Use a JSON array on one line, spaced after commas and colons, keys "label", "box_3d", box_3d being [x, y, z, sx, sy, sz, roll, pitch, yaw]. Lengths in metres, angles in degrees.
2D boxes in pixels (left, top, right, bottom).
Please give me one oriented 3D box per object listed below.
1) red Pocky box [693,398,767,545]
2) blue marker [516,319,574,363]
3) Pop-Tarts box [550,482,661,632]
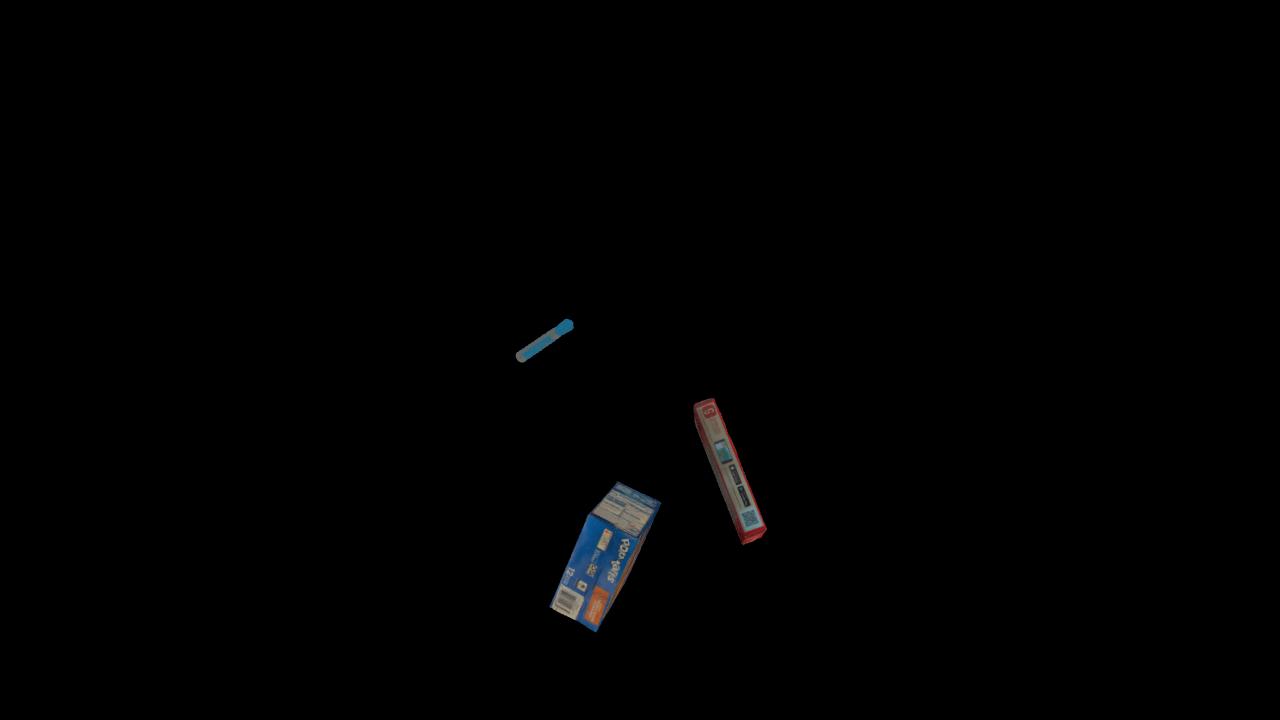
[{"label": "red Pocky box", "box_3d": [0.099, 0.126, 0.691, 0.028, 0.155, 0.083, -19, -21, -2]}, {"label": "blue marker", "box_3d": [-0.143, -0.029, 0.923, 0.121, 0.020, 0.020, -30, -18, 34]}, {"label": "Pop-Tarts box", "box_3d": [-0.049, 0.294, 0.939, 0.083, 0.167, 0.141, 26, 14, 10]}]
